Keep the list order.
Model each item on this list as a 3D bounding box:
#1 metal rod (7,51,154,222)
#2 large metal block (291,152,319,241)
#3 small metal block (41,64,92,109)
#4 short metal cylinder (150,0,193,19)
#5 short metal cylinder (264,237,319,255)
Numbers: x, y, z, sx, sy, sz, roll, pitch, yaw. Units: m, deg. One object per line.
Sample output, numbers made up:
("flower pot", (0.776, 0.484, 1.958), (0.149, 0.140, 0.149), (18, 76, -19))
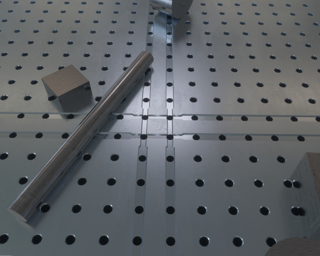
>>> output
("metal rod", (-0.087, -0.011, 0.416), (0.025, 0.025, 0.301), (20, 53, 16))
("large metal block", (0.196, 0.075, 0.330), (0.080, 0.050, 0.080), (4, 50, 3))
("small metal block", (-0.138, -0.062, 0.459), (0.050, 0.025, 0.050), (-33, 57, -25))
("short metal cylinder", (0.025, -0.255, 0.586), (0.050, 0.080, 0.080), (30, 56, 22))
("short metal cylinder", (0.123, 0.144, 0.271), (0.081, 0.050, 0.080), (0, 50, 0))
